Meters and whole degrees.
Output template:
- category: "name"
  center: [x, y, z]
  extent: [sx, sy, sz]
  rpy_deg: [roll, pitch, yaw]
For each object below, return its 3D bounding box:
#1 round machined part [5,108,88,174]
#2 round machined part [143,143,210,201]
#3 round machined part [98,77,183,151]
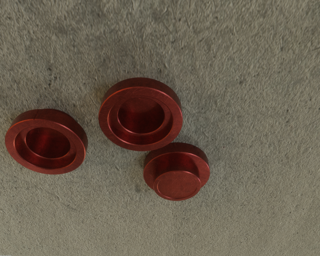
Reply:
- category: "round machined part"
  center: [-0.144, 0.013, 0.406]
  extent: [0.099, 0.042, 0.097]
  rpy_deg: [0, 130, 0]
- category: "round machined part"
  center: [0.024, 0.071, 0.456]
  extent: [0.099, 0.042, 0.097]
  rpy_deg: [0, 130, 0]
- category: "round machined part"
  center: [-0.023, -0.020, 0.378]
  extent: [0.099, 0.042, 0.097]
  rpy_deg: [0, 130, 0]
